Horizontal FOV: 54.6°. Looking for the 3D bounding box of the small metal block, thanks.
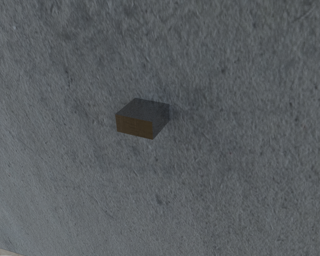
[{"bbox_3d":[-0.021,-0.013,0.394,0.050,0.050,0.025,12,124,21],"label":"small metal block"}]
